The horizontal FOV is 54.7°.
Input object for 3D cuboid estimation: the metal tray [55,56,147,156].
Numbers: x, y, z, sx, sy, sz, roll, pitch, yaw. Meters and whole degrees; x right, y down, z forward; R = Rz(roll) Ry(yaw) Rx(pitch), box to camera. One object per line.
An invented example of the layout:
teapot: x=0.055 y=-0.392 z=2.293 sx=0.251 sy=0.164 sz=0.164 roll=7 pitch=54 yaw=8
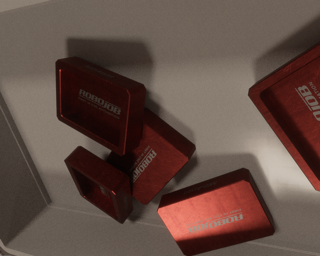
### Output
metal tray: x=-0.082 y=-0.031 z=0.402 sx=0.130 sy=0.030 sz=0.089 roll=26 pitch=123 yaw=28

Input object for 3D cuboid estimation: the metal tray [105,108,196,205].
metal tray: x=-0.021 y=0.045 z=0.443 sx=0.090 sy=0.030 sz=0.129 roll=38 pitch=129 yaw=2

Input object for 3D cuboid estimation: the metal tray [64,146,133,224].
metal tray: x=-0.088 y=0.090 z=0.470 sx=0.090 sy=0.030 sz=0.129 roll=29 pitch=149 yaw=18

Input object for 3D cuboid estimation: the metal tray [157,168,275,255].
metal tray: x=0.074 y=0.116 z=0.417 sx=0.130 sy=0.030 sz=0.090 roll=-23 pitch=107 yaw=20

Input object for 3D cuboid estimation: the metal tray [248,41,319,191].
metal tray: x=0.161 y=-0.010 z=0.301 sx=0.090 sy=0.030 sz=0.130 roll=-35 pitch=90 yaw=38
